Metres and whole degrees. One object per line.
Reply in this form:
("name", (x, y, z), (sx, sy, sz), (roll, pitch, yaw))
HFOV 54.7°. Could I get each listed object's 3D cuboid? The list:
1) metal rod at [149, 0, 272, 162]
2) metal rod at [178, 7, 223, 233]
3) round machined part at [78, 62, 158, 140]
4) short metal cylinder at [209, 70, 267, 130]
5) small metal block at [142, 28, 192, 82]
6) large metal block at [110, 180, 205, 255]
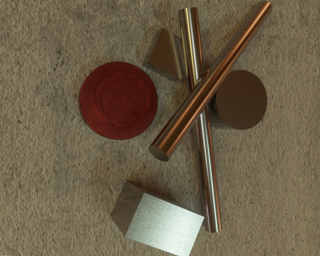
("metal rod", (0.078, -0.077, 0.397), (0.025, 0.025, 0.301), (46, 60, -15))
("metal rod", (0.056, -0.003, 0.414), (0.025, 0.025, 0.298), (-12, 100, -20))
("round machined part", (-0.048, -0.034, 0.383), (0.099, 0.042, 0.097), (0, 90, -21))
("short metal cylinder", (0.101, -0.038, 0.435), (0.081, 0.050, 0.079), (0, 90, -21))
("small metal block", (0.011, -0.097, 0.414), (0.050, 0.025, 0.050), (25, 82, -19))
("large metal block", (-0.007, 0.108, 0.378), (0.080, 0.080, 0.050), (26, 81, -19))
